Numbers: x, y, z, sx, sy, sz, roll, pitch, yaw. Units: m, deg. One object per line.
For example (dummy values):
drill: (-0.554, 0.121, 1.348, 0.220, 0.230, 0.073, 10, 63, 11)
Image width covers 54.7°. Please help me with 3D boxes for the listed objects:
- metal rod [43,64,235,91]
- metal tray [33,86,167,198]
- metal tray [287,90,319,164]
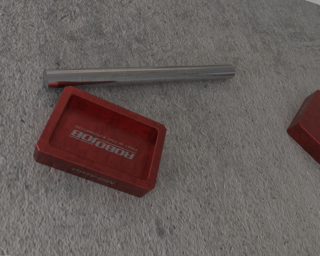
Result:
metal rod: (-0.008, -0.076, 0.445, 0.303, 0.025, 0.025, -9, 66, -32)
metal tray: (-0.063, 0.016, 0.356, 0.131, 0.030, 0.090, 23, 53, -15)
metal tray: (0.291, -0.003, 0.559, 0.090, 0.030, 0.131, 45, 51, 3)
